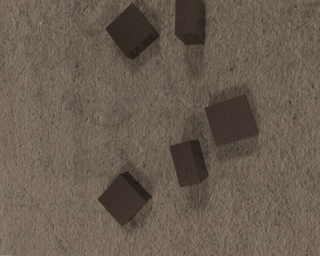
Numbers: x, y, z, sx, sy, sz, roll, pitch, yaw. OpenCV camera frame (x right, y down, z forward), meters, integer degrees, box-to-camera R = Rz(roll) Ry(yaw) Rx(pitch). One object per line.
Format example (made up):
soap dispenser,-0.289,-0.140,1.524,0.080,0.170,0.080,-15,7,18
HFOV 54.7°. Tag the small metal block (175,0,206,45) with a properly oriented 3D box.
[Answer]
small metal block,0.038,-0.134,0.382,0.025,0.050,0.050,1,91,20

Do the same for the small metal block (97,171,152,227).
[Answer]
small metal block,-0.048,0.097,0.425,0.050,0.025,0.050,44,103,14

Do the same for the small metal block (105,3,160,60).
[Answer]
small metal block,-0.037,-0.130,0.421,0.050,0.025,0.050,-39,78,15

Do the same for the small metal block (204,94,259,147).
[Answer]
small metal block,0.088,-0.008,0.378,0.050,0.025,0.050,-18,84,18

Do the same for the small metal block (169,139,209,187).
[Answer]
small metal block,0.037,0.042,0.382,0.025,0.050,0.050,-16,85,19
